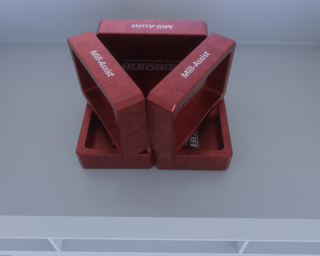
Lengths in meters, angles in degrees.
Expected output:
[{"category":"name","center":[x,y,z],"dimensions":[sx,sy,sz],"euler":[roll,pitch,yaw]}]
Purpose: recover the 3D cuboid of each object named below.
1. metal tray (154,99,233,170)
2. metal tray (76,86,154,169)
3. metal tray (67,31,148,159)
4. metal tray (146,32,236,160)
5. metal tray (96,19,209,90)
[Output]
[{"category":"metal tray","center":[0.040,-0.007,0.407],"dimensions":[0.091,0.030,0.130],"euler":[1,49,1]},{"category":"metal tray","center":[-0.052,-0.009,0.408],"dimensions":[0.091,0.030,0.130],"euler":[0,49,0]},{"category":"metal tray","center":[-0.060,-0.039,0.353],"dimensions":[0.030,0.090,0.130],"euler":[-25,55,-19]},{"category":"metal tray","center":[0.037,-0.037,0.352],"dimensions":[0.030,0.090,0.131],"euler":[29,56,22]},{"category":"metal tray","center":[-0.009,-0.090,0.396],"dimensions":[0.131,0.090,0.030],"euler":[1,51,1]}]
